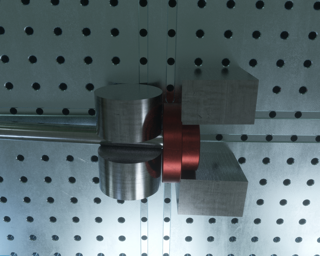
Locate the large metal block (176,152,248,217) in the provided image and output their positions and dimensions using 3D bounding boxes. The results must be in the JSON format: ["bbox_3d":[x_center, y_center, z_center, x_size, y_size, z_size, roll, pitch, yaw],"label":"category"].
[{"bbox_3d":[0.063,0.071,0.412,0.081,0.080,0.050,3,110,-1],"label":"large metal block"}]

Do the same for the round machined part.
[{"bbox_3d":[0.024,0.018,0.381,0.042,0.098,0.097,1,110,0],"label":"round machined part"}]

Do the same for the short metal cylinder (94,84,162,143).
[{"bbox_3d":[-0.038,-0.020,0.376,0.081,0.080,0.050,1,111,-1],"label":"short metal cylinder"}]

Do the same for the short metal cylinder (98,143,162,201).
[{"bbox_3d":[-0.038,0.050,0.401,0.081,0.080,0.050,1,111,-1],"label":"short metal cylinder"}]

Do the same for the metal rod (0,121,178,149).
[{"bbox_3d":[-0.121,0.007,0.402,0.302,0.025,0.025,3,110,3],"label":"metal rod"}]

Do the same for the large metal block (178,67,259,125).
[{"bbox_3d":[0.064,-0.041,0.370,0.081,0.080,0.050,0,110,0],"label":"large metal block"}]
